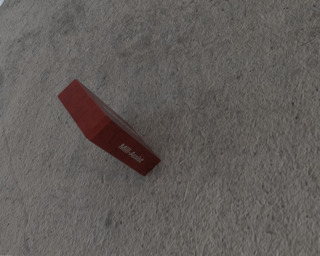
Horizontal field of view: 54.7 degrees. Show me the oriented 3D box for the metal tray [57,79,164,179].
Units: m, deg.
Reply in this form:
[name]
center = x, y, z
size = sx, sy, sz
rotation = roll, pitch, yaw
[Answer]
[metal tray]
center = -0.057, 0.004, 0.381
size = 0.030, 0.130, 0.090
rotation = -45, 51, 0
